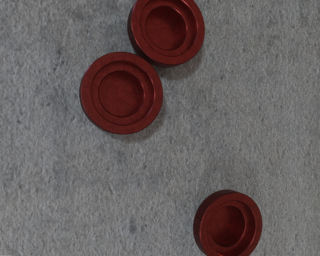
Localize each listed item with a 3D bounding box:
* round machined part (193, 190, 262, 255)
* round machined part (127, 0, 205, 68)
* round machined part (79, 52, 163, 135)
[{"bbox_3d":[0.090,0.135,0.435,0.099,0.042,0.097,0,90,-21],"label":"round machined part"},{"bbox_3d":[0.005,-0.127,0.403,0.099,0.042,0.097,0,90,-21],"label":"round machined part"},{"bbox_3d":[-0.049,-0.041,0.382,0.099,0.042,0.097,0,90,-21],"label":"round machined part"}]
